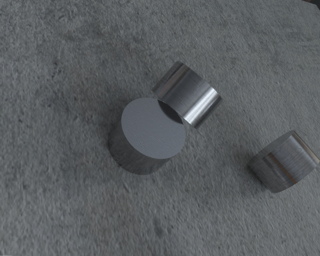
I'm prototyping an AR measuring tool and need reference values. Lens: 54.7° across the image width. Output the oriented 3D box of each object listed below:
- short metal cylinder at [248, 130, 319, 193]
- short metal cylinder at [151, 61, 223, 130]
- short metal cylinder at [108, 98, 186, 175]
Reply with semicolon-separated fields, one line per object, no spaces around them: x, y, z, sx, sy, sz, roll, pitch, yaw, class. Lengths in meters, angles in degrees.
0.172;0.047;0.435;0.081;0.080;0.050;-32;80;-38;short metal cylinder
0.035;-0.042;0.407;0.080;0.080;0.050;41;94;0;short metal cylinder
-0.016;0.010;0.374;0.081;0.050;0.080;14;56;-21;short metal cylinder
